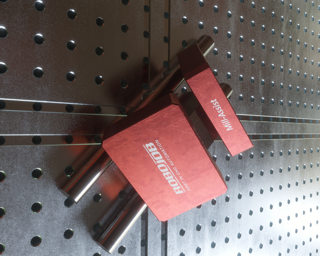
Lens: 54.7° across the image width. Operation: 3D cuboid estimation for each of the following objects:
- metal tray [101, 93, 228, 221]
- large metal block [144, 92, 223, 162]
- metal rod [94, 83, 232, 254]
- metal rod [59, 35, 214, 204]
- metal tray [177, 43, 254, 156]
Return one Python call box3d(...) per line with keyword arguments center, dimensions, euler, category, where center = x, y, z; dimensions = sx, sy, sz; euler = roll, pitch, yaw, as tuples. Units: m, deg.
box3d(center=(0.008, 0.037, 0.347), dimensions=(0.090, 0.030, 0.130), euler=(-28, 115, 9), category="metal tray")
box3d(center=(0.027, -0.002, 0.397), dimensions=(0.080, 0.080, 0.050), euler=(-50, 120, -29), category="large metal block")
box3d(center=(0.020, 0.037, 0.428), dimensions=(0.301, 0.025, 0.025), euler=(-49, 120, -29), category="metal rod")
box3d(center=(-0.013, -0.029, 0.400), dimensions=(0.301, 0.025, 0.025), euler=(-50, 120, -28), category="metal rod")
box3d(center=(0.070, -0.037, 0.399), dimensions=(0.130, 0.030, 0.090), euler=(54, 15, -26), category="metal tray")
